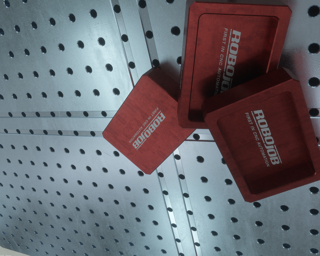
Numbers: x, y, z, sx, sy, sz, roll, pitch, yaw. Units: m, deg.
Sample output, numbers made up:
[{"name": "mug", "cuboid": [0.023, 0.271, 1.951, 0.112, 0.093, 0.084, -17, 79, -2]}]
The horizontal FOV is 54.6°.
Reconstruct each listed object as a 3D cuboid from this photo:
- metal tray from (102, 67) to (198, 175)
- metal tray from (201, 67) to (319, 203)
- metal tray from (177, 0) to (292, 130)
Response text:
[{"name": "metal tray", "cuboid": [-0.011, -0.005, 0.412, 0.090, 0.030, 0.129, 41, 129, 0]}, {"name": "metal tray", "cuboid": [0.109, 0.013, 0.322, 0.090, 0.030, 0.130, -23, 119, 14]}, {"name": "metal tray", "cuboid": [0.067, -0.060, 0.312, 0.091, 0.030, 0.129, 2, 123, -2]}]
